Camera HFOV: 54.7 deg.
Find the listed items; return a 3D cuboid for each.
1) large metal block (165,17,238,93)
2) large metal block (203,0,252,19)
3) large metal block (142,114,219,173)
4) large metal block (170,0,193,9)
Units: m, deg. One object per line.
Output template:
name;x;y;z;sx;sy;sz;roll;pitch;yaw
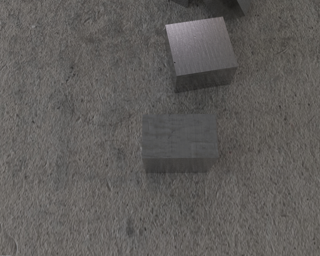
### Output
large metal block;0.054;-0.101;0.432;0.081;0.050;0.080;-10;70;-4
large metal block;0.098;-0.219;0.452;0.050;0.080;0.080;6;65;43
large metal block;0.021;0.021;0.371;0.081;0.080;0.050;-1;70;0
large metal block;0.030;-0.249;0.486;0.080;0.050;0.080;29;73;10
